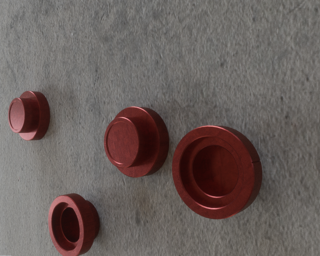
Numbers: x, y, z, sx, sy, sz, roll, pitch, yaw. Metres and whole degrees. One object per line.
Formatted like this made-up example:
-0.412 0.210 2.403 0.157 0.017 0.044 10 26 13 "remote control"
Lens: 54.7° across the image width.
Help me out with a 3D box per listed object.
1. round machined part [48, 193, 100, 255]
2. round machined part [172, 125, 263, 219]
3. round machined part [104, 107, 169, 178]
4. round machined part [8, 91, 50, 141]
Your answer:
-0.136 0.155 0.503 0.098 0.042 0.097 0 90 39 "round machined part"
0.065 0.046 0.339 0.098 0.042 0.097 0 90 39 "round machined part"
-0.039 0.019 0.424 0.098 0.042 0.097 0 90 39 "round machined part"
-0.261 -0.024 0.605 0.098 0.042 0.097 0 90 39 "round machined part"
